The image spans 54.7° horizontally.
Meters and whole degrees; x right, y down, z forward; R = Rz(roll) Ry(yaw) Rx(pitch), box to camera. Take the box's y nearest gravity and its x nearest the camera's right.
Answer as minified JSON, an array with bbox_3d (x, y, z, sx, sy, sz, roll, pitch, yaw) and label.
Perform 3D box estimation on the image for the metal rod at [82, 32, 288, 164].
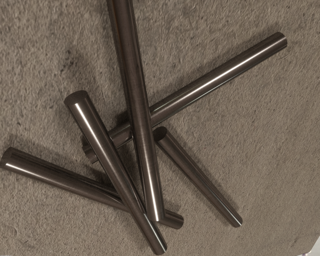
[{"bbox_3d":[0.038,-0.043,0.402,0.301,0.025,0.025,-31,129,-9],"label":"metal rod"}]

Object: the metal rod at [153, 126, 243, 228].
[{"bbox_3d":[0.074,0.095,0.508,0.025,0.025,0.300,-41,130,0],"label":"metal rod"}]

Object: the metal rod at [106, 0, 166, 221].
[{"bbox_3d":[-0.024,-0.015,0.357,0.025,0.025,0.298,-18,117,-19],"label":"metal rod"}]

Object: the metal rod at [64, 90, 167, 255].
[{"bbox_3d":[-0.042,0.080,0.400,0.025,0.025,0.299,-29,129,-10],"label":"metal rod"}]

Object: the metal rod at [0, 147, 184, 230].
[{"bbox_3d":[-0.068,0.095,0.429,0.301,0.025,0.025,33,100,-39],"label":"metal rod"}]
